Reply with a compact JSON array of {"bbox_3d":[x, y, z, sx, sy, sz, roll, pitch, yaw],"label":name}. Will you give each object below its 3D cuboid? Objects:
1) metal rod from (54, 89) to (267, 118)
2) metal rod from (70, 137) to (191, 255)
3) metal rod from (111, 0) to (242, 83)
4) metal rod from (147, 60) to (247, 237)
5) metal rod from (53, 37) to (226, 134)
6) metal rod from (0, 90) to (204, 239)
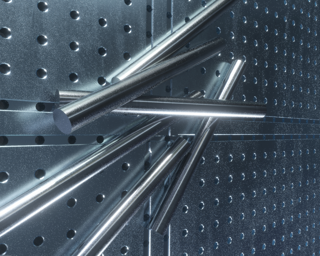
[{"bbox_3d":[0.024,-0.028,0.397,0.302,0.025,0.025,0,90,-31],"label":"metal rod"},{"bbox_3d":[-0.058,0.115,0.359,0.301,0.025,0.025,-46,118,-30],"label":"metal rod"},{"bbox_3d":[0.044,-0.140,0.444,0.301,0.025,0.025,-44,117,-31],"label":"metal rod"},{"bbox_3d":[0.063,0.015,0.460,0.025,0.025,0.300,44,63,-31],"label":"metal rod"},{"bbox_3d":[0.002,-0.068,0.380,0.302,0.025,0.025,-35,112,-44],"label":"metal rod"},{"bbox_3d":[-0.049,0.024,0.367,0.302,0.025,0.025,-33,111,-35],"label":"metal rod"}]
